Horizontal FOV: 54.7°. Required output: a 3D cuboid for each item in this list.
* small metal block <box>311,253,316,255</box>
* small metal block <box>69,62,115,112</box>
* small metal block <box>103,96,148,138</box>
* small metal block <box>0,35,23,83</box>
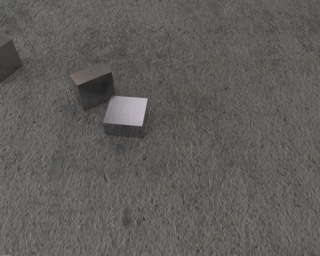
[{"bbox_3d":[0.135,0.151,0.277,0.050,0.025,0.050,-23,54,-18],"label":"small metal block"},{"bbox_3d":[-0.093,-0.058,0.435,0.050,0.050,0.025,-27,55,-21],"label":"small metal block"},{"bbox_3d":[-0.044,-0.015,0.416,0.050,0.025,0.050,5,50,4],"label":"small metal block"},{"bbox_3d":[-0.245,-0.105,0.473,0.025,0.050,0.050,22,53,17],"label":"small metal block"}]
